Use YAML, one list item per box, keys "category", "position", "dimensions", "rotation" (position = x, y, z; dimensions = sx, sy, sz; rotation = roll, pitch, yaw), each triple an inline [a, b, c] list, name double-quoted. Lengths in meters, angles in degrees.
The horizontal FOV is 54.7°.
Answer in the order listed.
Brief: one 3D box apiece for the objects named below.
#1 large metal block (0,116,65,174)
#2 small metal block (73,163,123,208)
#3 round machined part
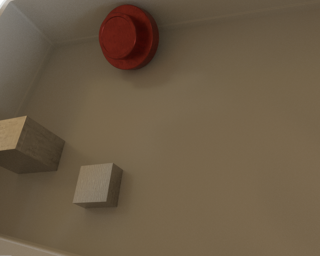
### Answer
- category: "large metal block"
  position: [-0.204, 0.028, 0.457]
  dimensions: [0.080, 0.080, 0.050]
  rotation: [-8, 59, 24]
- category: "small metal block"
  position: [-0.079, 0.075, 0.400]
  dimensions: [0.050, 0.025, 0.050]
  rotation: [-8, 58, 23]
- category: "round machined part"
  position: [-0.054, -0.139, 0.476]
  dimensions: [0.098, 0.042, 0.097]
  rotation: [5, 100, 28]
